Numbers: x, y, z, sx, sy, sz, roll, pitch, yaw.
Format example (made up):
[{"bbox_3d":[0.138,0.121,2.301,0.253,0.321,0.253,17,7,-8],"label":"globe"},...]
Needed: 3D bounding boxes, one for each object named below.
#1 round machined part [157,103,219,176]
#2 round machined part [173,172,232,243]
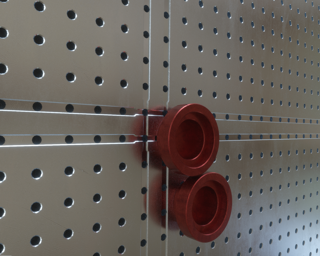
[{"bbox_3d":[0.034,0.015,0.429,0.099,0.042,0.097,0,90,-40],"label":"round machined part"},{"bbox_3d":[0.058,0.111,0.449,0.099,0.042,0.097,0,90,-40],"label":"round machined part"}]
